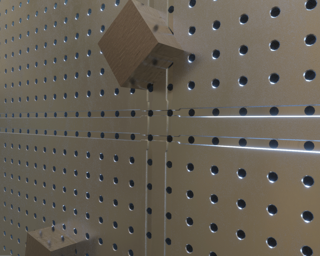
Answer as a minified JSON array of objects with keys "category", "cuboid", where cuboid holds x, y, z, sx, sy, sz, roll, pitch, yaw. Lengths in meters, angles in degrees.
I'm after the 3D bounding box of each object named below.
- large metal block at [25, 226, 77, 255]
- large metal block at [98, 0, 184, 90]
[{"category":"large metal block","cuboid":[-0.199,0.235,0.560,0.080,0.050,0.080,14,99,39]},{"category":"large metal block","cuboid":[-0.028,-0.109,0.418,0.080,0.050,0.080,-43,64,31]}]
